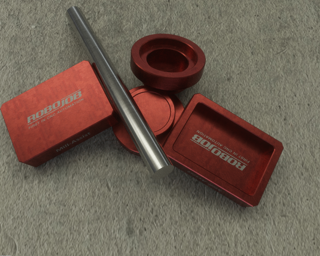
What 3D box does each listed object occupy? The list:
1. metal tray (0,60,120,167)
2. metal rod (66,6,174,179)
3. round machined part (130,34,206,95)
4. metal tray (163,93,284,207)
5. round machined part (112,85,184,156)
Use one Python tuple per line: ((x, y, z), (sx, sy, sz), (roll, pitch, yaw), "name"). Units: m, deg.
((-0.129, -0.019, 0.401), (0.130, 0.030, 0.090), (-29, 70, -1), "metal tray")
((-0.064, -0.064, 0.397), (0.025, 0.025, 0.299), (-26, 59, -9), "metal rod")
((0.009, -0.083, 0.419), (0.099, 0.042, 0.098), (4, 48, -5), "round machined part")
((0.076, 0.027, 0.386), (0.130, 0.030, 0.090), (31, 72, 0), "metal tray")
((-0.015, -0.014, 0.406), (0.099, 0.042, 0.098), (0, 70, 0), "round machined part")
